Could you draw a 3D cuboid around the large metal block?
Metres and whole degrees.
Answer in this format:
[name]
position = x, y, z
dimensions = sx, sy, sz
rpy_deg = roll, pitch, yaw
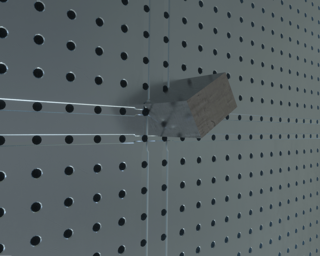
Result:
[large metal block]
position = 0.040, -0.030, 0.409
dimensions = 0.080, 0.080, 0.050
rpy_deg = -37, 113, -34
